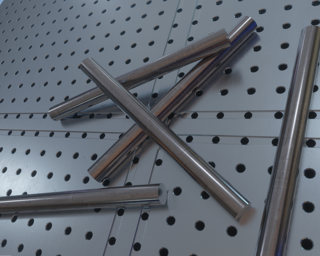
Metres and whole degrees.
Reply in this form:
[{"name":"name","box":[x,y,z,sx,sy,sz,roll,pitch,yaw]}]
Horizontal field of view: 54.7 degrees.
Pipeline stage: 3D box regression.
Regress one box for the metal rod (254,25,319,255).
[{"name":"metal rod","box":[0.138,0.013,0.327,0.025,0.025,0.300,7,65,31]}]

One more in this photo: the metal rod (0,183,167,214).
[{"name":"metal rod","box":[-0.134,0.098,0.416,0.301,0.025,0.025,-9,58,23]}]

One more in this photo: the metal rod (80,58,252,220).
[{"name":"metal rod","box":[-0.012,-0.005,0.386,0.025,0.025,0.300,-45,61,-3]}]

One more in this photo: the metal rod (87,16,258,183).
[{"name":"metal rod","box":[0.019,-0.041,0.421,0.300,0.025,0.025,-45,51,-3]}]

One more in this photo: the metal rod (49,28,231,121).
[{"name":"metal rod","box":[-0.044,-0.070,0.453,0.300,0.025,0.025,-20,54,23]}]
